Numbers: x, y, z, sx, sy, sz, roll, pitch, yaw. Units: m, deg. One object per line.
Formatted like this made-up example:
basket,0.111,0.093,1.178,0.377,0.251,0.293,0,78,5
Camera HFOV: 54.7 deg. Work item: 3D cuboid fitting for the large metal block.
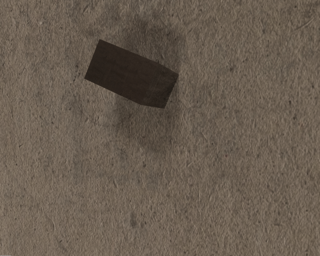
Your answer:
large metal block,-0.032,-0.065,0.390,0.080,0.080,0.050,26,99,18
